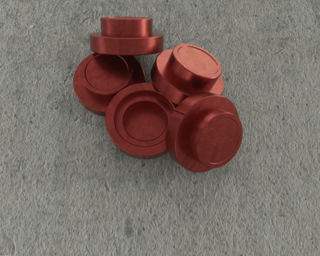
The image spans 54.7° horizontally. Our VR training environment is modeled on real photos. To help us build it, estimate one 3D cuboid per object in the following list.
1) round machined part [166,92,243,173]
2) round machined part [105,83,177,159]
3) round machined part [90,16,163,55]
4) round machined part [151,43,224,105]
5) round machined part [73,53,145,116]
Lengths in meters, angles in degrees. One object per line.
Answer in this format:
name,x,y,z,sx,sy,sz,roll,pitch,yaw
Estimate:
round machined part,0.059,0.009,0.368,0.098,0.098,0.042,-41,35,-14
round machined part,-0.019,-0.006,0.402,0.099,0.042,0.098,0,70,-1
round machined part,-0.044,-0.126,0.415,0.099,0.098,0.042,1,112,0
round machined part,0.041,-0.073,0.404,0.099,0.042,0.098,15,44,-15
round machined part,-0.070,-0.068,0.425,0.099,0.042,0.098,0,70,-1
